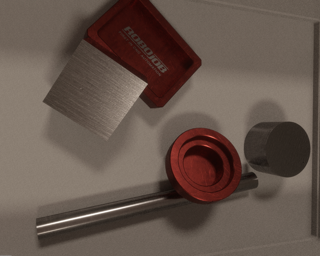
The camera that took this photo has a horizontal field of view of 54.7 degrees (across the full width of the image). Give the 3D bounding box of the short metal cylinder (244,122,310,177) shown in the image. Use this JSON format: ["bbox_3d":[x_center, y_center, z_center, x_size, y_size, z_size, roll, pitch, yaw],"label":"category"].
[{"bbox_3d":[0.175,0.030,0.464,0.081,0.050,0.079,0,90,-21],"label":"short metal cylinder"}]

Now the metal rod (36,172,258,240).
[{"bbox_3d":[-0.001,0.098,0.411,0.303,0.025,0.025,-8,93,-20],"label":"metal rod"}]

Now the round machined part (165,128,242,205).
[{"bbox_3d":[0.054,0.052,0.410,0.099,0.042,0.098,7,64,-14],"label":"round machined part"}]

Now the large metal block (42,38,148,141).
[{"bbox_3d":[-0.071,-0.045,0.354,0.080,0.050,0.080,34,103,-13],"label":"large metal block"}]

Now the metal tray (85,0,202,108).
[{"bbox_3d":[-0.020,-0.100,0.401,0.130,0.030,0.090,45,76,-15],"label":"metal tray"}]
